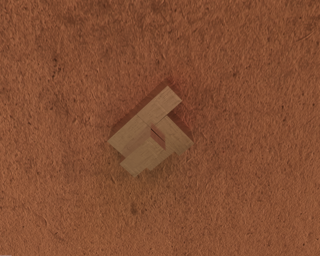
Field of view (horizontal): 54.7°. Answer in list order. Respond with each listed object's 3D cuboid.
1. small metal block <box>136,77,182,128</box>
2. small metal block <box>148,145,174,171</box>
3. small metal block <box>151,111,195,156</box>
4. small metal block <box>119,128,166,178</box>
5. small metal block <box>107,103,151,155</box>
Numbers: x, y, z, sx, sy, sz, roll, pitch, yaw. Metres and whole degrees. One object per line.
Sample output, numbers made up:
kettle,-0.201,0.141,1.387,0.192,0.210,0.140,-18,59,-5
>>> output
small metal block,-0.001,-0.033,0.385,0.050,0.050,0.025,-42,105,13
small metal block,-0.011,0.021,0.419,0.050,0.025,0.050,-41,106,13
small metal block,0.016,0.001,0.398,0.025,0.050,0.050,-41,105,13
small metal block,-0.020,0.025,0.380,0.050,0.050,0.025,-42,105,13
small metal block,-0.038,0.000,0.397,0.050,0.050,0.025,-42,105,13
